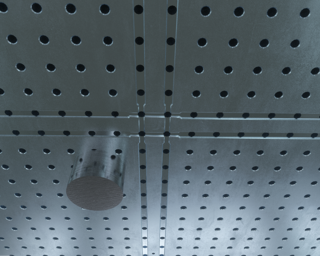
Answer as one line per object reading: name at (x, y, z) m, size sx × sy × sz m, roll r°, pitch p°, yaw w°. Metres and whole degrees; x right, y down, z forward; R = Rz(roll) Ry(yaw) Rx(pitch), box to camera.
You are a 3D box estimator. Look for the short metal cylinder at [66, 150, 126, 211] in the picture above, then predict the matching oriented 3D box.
short metal cylinder at (-0.093, 0.079, 0.461) m, size 0.081 × 0.050 × 0.079 m, roll 0°, pitch 130°, yaw 0°
